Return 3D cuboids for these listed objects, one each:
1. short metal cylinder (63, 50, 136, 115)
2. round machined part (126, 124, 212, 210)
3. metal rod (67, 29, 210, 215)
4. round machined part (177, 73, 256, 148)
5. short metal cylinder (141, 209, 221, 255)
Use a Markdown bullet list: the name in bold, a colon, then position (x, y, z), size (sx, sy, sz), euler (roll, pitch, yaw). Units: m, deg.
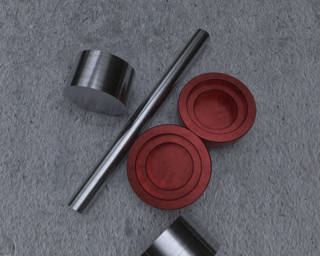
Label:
- **short metal cylinder**: position (-0.076, -0.056, 0.398), size (0.080, 0.080, 0.050), euler (12, 71, 4)
- **round machined part**: position (0.013, 0.046, 0.373), size (0.098, 0.042, 0.097), euler (-1, 84, 10)
- **metal rod**: position (-0.019, -0.020, 0.415), size (0.025, 0.025, 0.300), euler (32, 73, 10)
- **round machined part**: position (0.071, -0.020, 0.406), size (0.099, 0.042, 0.098), euler (1, 68, -2)
- **short metal cylinder**: position (0.018, 0.134, 0.330), size (0.080, 0.080, 0.050), euler (-42, 76, -14)
